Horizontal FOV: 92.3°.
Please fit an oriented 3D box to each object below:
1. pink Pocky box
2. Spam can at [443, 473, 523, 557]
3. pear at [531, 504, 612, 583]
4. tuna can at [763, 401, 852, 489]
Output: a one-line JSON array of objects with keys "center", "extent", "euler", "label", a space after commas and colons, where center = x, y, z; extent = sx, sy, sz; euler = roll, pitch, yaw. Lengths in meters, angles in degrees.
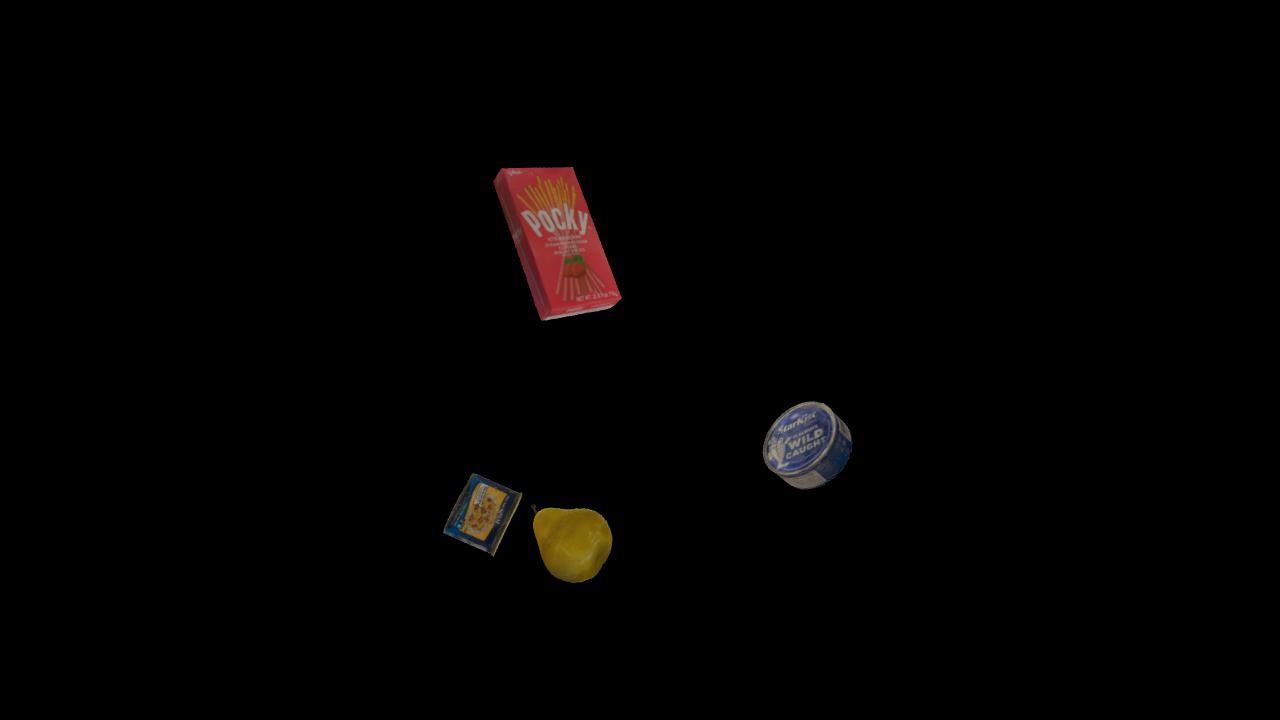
[{"center": [-0.082, -0.120, 0.617], "extent": [0.084, 0.155, 0.029], "euler": [-14, -11, -36], "label": "pink Pocky box"}, {"center": [-0.241, 0.237, 0.948], "extent": [0.085, 0.101, 0.058], "euler": [24, -31, -3], "label": "Spam can"}, {"center": [-0.088, 0.192, 0.674], "extent": [0.111, 0.080, 0.080], "euler": [19, 8, 25], "label": "pear"}, {"center": [0.165, 0.084, 0.608], "extent": [0.034, 0.084, 0.084], "euler": [39, -20, -26], "label": "tuna can"}]
